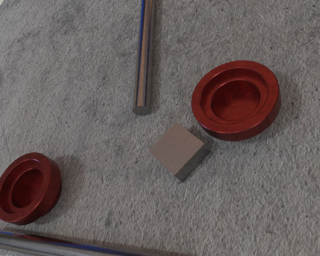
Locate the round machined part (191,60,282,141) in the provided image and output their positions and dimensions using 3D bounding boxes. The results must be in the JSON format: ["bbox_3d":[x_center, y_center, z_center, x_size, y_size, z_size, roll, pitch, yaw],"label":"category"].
[{"bbox_3d":[0.090,-0.028,0.363,0.098,0.042,0.098,-13,56,21],"label":"round machined part"}]

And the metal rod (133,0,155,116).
[{"bbox_3d":[-0.022,-0.152,0.508,0.025,0.025,0.299,-12,56,21],"label":"metal rod"}]

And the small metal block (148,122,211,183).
[{"bbox_3d":[0.023,0.029,0.374,0.050,0.025,0.050,-46,51,-4],"label":"small metal block"}]

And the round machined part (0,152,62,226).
[{"bbox_3d":[-0.178,0.087,0.433,0.098,0.042,0.098,-13,56,21],"label":"round machined part"}]

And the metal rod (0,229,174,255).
[{"bbox_3d":[-0.105,0.147,0.368,0.300,0.025,0.025,-3,61,26],"label":"metal rod"}]
